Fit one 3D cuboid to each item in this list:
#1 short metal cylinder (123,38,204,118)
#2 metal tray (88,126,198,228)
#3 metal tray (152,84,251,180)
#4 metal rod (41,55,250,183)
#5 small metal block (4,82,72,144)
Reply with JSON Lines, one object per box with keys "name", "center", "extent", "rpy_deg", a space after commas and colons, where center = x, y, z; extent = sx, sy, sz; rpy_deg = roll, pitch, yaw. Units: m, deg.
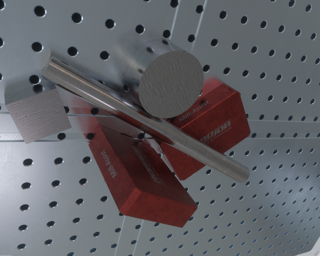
{"name": "short metal cylinder", "center": [0.003, -0.058, 0.361], "extent": [0.081, 0.050, 0.079], "rpy_deg": [-14, 124, -21]}
{"name": "metal tray", "center": [-0.024, 0.054, 0.364], "extent": [0.090, 0.130, 0.030], "rpy_deg": [26, 104, -37]}
{"name": "metal tray", "center": [0.063, 0.008, 0.447], "extent": [0.130, 0.030, 0.090], "rpy_deg": [-33, 129, -7]}
{"name": "metal rod", "center": [0.003, 0.003, 0.380], "extent": [0.301, 0.025, 0.025], "rpy_deg": [29, 102, -27]}
{"name": "small metal block", "center": [-0.129, -0.017, 0.330], "extent": [0.050, 0.025, 0.050], "rpy_deg": [-22, 127, -15]}
